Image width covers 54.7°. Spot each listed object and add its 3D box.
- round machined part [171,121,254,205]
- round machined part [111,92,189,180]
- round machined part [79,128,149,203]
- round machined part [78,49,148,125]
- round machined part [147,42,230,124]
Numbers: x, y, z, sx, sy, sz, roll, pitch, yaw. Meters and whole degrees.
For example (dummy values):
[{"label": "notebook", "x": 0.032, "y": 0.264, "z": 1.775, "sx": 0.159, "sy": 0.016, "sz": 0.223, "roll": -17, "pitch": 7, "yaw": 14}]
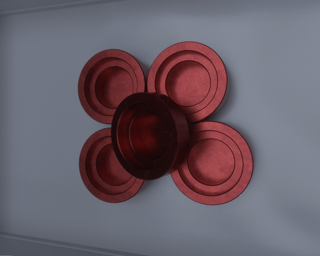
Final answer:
[{"label": "round machined part", "x": 0.064, "y": 0.040, "z": 0.377, "sx": 0.098, "sy": 0.042, "sz": 0.097, "roll": 0, "pitch": 90, "yaw": 19}, {"label": "round machined part", "x": -0.007, "y": 0.008, "z": 0.356, "sx": 0.098, "sy": 0.042, "sz": 0.097, "roll": 5, "pitch": 98, "yaw": 37}, {"label": "round machined part", "x": -0.056, "y": 0.048, "z": 0.418, "sx": 0.098, "sy": 0.042, "sz": 0.097, "roll": 0, "pitch": 90, "yaw": 19}, {"label": "round machined part", "x": -0.057, "y": -0.053, "z": 0.419, "sx": 0.098, "sy": 0.042, "sz": 0.097, "roll": 0, "pitch": 90, "yaw": 19}, {"label": "round machined part", "x": 0.037, "y": -0.054, "z": 0.386, "sx": 0.098, "sy": 0.042, "sz": 0.097, "roll": 0, "pitch": 90, "yaw": 19}]
